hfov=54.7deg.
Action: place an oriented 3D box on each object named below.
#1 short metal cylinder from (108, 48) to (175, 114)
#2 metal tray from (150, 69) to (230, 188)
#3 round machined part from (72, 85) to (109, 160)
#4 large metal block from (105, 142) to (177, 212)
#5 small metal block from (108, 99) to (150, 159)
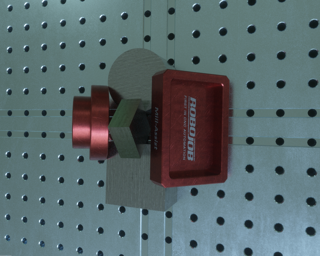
[{"bbox_3d":[-0.020,-0.059,0.405,0.080,0.050,0.080,0,90,20],"label":"short metal cylinder"},{"bbox_3d":[0.036,0.001,0.367,0.030,0.091,0.129,2,91,63],"label":"metal tray"},{"bbox_3d":[-0.091,-0.007,0.402,0.042,0.098,0.097,1,91,-13],"label":"round machined part"},{"bbox_3d":[-0.022,0.059,0.407,0.080,0.050,0.080,2,91,20],"label":"large metal block"},{"bbox_3d":[-0.034,0.001,0.366,0.025,0.050,0.050,0,132,17],"label":"small metal block"}]
